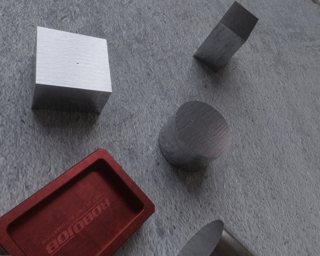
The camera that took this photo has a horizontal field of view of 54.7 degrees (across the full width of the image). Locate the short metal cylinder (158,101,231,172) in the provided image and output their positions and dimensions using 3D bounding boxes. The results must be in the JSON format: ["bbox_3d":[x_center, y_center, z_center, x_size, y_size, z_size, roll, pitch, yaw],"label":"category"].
[{"bbox_3d":[0.045,0.011,0.405,0.081,0.050,0.080,14,56,-21],"label":"short metal cylinder"}]

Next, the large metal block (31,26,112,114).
[{"bbox_3d":[-0.107,-0.066,0.371,0.081,0.050,0.080,4,60,-26],"label":"large metal block"}]

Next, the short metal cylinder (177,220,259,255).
[{"bbox_3d":[0.054,0.141,0.312,0.050,0.080,0.080,44,51,2],"label":"short metal cylinder"}]

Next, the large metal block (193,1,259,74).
[{"bbox_3d":[0.110,-0.152,0.521,0.050,0.080,0.080,37,51,-4],"label":"large metal block"}]

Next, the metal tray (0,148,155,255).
[{"bbox_3d":[-0.079,0.090,0.302,0.090,0.030,0.131,48,51,5],"label":"metal tray"}]
